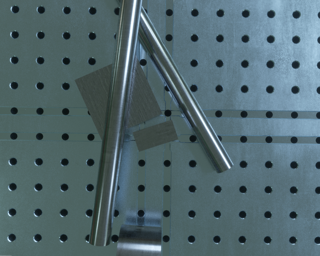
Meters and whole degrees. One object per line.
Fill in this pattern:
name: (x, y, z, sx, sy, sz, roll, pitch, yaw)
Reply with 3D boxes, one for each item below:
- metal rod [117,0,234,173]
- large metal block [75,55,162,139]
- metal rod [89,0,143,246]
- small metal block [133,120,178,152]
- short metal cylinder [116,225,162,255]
metal rod: (0.012, -0.075, 0.413, 0.025, 0.025, 0.299, -30, 90, 0)
large metal block: (-0.050, -0.038, 0.400, 0.080, 0.050, 0.080, -24, 90, -1)
metal rod: (-0.051, -0.014, 0.362, 0.025, 0.025, 0.298, 8, 90, -1)
small metal block: (-0.006, 0.009, 0.401, 0.050, 0.050, 0.025, -18, 90, 0)
short metal cylinder: (-0.026, 0.163, 0.386, 0.050, 0.080, 0.079, 4, 90, 0)
